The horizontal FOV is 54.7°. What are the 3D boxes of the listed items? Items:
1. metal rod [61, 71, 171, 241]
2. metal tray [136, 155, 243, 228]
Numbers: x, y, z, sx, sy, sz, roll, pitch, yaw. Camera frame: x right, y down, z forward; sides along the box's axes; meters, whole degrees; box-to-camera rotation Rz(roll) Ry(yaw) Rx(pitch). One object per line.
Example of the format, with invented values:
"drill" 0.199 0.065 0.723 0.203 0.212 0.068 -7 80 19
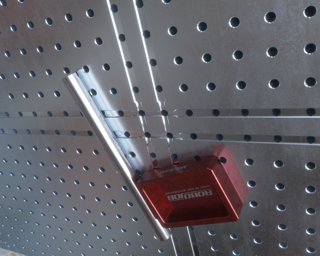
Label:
"metal rod" -0.059 0.053 0.473 0.025 0.025 0.299 -16 111 34
"metal tray" 0.040 0.096 0.445 0.130 0.030 0.090 -19 109 35
